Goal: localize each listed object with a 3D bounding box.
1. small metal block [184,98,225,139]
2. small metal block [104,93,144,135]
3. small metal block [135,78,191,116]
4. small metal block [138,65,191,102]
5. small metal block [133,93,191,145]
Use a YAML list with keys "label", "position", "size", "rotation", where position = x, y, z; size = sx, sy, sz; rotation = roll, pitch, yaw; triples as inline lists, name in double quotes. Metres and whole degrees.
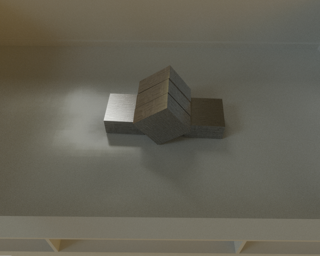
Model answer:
- label: "small metal block"
  position: [0.058, -0.014, 0.416]
  size: [0.050, 0.025, 0.050]
  rotation: [2, 50, 1]
- label: "small metal block"
  position: [-0.045, -0.019, 0.419]
  size: [0.050, 0.025, 0.050]
  rotation: [3, 50, 2]
- label: "small metal block"
  position: [0.005, -0.029, 0.398]
  size: [0.050, 0.050, 0.025]
  rotation: [-24, 43, 28]
- label: "small metal block"
  position: [0.007, -0.049, 0.414]
  size: [0.050, 0.050, 0.025]
  rotation: [-23, 43, 28]
- label: "small metal block"
  position: [0.003, -0.010, 0.382]
  size: [0.050, 0.050, 0.025]
  rotation: [-24, 43, 28]
